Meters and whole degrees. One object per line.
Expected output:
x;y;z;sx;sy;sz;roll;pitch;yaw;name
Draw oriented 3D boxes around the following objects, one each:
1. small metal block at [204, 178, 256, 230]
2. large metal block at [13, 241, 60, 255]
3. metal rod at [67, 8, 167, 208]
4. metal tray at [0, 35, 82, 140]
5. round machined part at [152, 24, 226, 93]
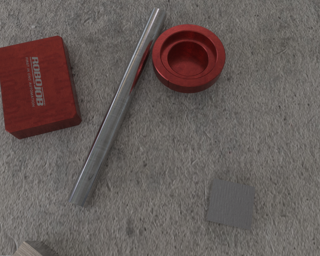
0.084;0.093;0.375;0.050;0.025;0.050;12;70;4;small metal block
-0.132;0.179;0.329;0.080;0.050;0.080;33;73;11;large metal block
-0.051;-0.040;0.422;0.025;0.025;0.300;18;71;6;metal rod
-0.166;-0.058;0.425;0.091;0.030;0.130;-14;71;-5;metal tray
0.039;-0.092;0.433;0.099;0.042;0.098;0;70;0;round machined part
